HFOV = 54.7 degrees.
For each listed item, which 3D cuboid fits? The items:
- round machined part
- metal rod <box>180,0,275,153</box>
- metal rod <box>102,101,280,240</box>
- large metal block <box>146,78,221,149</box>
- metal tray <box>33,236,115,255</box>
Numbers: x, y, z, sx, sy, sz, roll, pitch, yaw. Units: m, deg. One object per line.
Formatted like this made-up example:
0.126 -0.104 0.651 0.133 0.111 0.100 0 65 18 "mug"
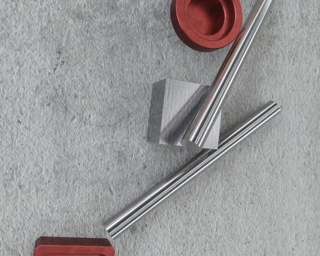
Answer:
0.059 -0.152 0.423 0.099 0.042 0.097 0 90 -21 "round machined part"
0.102 -0.096 0.409 0.025 0.025 0.300 39 63 -16 "metal rod"
0.055 0.049 0.430 0.302 0.025 0.025 -34 102 -17 "metal rod"
0.032 -0.016 0.409 0.081 0.050 0.080 7 88 -20 "large metal block"
-0.110 0.199 0.366 0.091 0.030 0.129 10 87 -20 "metal tray"
